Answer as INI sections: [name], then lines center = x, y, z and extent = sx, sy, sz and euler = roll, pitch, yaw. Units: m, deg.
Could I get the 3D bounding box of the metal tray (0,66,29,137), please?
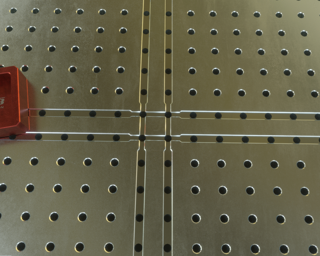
[metal tray]
center = -0.250, -0.029, 0.416
extent = 0.131, 0.030, 0.090
euler = -10, 70, -4
